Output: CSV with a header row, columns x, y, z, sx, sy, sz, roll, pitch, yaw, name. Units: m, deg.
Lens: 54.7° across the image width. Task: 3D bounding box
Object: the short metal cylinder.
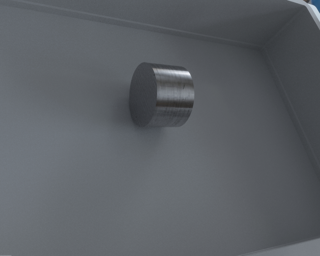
x,y,z,sx,sy,sz,roll,pitch,yaw,name
0.000,-0.041,0.394,0.050,0.080,0.080,0,62,-29,short metal cylinder
